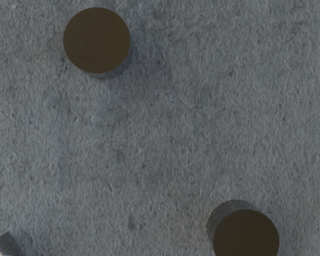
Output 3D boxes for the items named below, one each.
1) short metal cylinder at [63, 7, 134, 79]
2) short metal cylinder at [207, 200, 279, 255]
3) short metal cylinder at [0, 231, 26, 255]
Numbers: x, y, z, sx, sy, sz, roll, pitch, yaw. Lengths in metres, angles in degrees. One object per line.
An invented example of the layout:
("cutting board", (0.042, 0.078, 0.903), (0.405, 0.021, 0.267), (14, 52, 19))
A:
("short metal cylinder", (-0.076, -0.105, 0.396), (0.081, 0.050, 0.079), (0, 90, -1))
("short metal cylinder", (0.104, 0.138, 0.399), (0.081, 0.050, 0.079), (0, 90, -1))
("short metal cylinder", (-0.211, 0.173, 0.380), (0.080, 0.080, 0.050), (-33, 91, 0))
